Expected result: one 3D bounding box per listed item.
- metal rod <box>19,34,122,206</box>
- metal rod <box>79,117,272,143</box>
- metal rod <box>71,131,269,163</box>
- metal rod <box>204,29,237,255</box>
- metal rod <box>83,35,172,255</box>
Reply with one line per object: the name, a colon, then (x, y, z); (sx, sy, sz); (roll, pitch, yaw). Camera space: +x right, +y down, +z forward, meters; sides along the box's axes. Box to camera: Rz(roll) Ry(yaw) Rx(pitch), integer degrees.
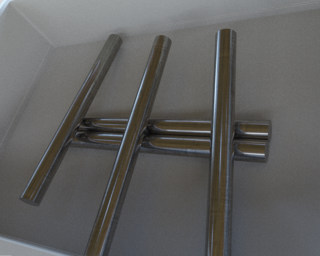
metal rod: (-0.117, -0.031, 0.452); (0.025, 0.025, 0.300); (-1, 53, 27)
metal rod: (-0.012, -0.001, 0.410); (0.300, 0.025, 0.025); (2, 63, 28)
metal rod: (-0.018, 0.020, 0.400); (0.300, 0.025, 0.025); (2, 63, 28)
metal rod: (0.064, 0.028, 0.323); (0.025, 0.025, 0.299); (-4, 68, 26)
metal rod: (-0.032, 0.007, 0.383); (0.025, 0.025, 0.300); (2, 62, 28)
